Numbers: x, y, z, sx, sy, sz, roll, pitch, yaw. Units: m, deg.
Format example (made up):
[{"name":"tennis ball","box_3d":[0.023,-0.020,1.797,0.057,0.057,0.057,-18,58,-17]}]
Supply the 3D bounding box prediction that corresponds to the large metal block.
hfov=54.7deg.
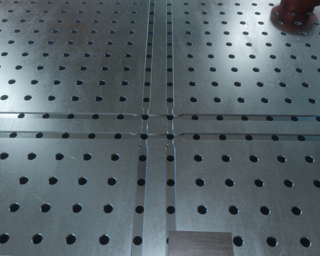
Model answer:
[{"name":"large metal block","box_3d":[0.031,0.139,0.255,0.050,0.080,0.080,2,50,1]}]

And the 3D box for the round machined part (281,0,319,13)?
[{"name":"round machined part","box_3d":[0.284,-0.267,0.623,0.099,0.042,0.098,0,50,0]}]
